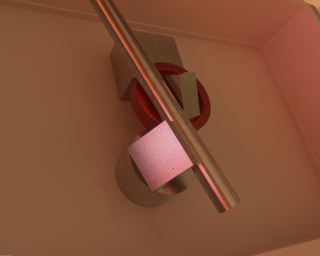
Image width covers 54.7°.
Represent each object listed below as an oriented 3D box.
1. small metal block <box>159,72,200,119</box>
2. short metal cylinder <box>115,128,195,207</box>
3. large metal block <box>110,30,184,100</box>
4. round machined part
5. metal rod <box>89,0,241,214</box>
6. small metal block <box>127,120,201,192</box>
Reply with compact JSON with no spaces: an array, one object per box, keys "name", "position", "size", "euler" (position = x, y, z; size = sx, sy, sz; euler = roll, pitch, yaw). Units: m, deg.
[{"name":"small metal block","position":[0.017,-0.037,0.359],"size":[0.025,0.050,0.050],"euler":[-19,107,-39]},{"name":"short metal cylinder","position":[-0.005,0.046,0.359],"size":[0.081,0.050,0.080],"euler":[14,56,-21]},{"name":"large metal block","position":[-0.017,-0.085,0.430],"size":[0.081,0.050,0.080],"euler":[0,62,-29]},{"name":"round machined part","position":[0.009,-0.029,0.380],"size":[0.099,0.042,0.098],"euler":[14,56,-21]},{"name":"metal rod","position":[-0.006,-0.046,0.340],"size":[0.025,0.025,0.299],"euler":[-21,73,-36]},{"name":"small metal block","position":[0.004,0.027,0.308],"size":[0.050,0.050,0.025],"euler":[59,19,14]}]
